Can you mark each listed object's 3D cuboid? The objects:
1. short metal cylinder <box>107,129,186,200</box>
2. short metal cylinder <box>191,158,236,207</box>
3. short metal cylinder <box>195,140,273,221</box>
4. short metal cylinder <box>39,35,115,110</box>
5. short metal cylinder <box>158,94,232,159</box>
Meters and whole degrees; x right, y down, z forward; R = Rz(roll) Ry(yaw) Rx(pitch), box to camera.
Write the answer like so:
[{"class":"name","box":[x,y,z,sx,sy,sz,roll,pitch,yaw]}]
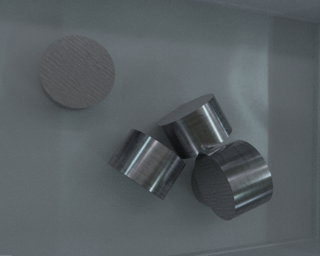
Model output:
[{"class":"short metal cylinder","box":[-0.016,0.044,0.376,0.080,0.080,0.050,37,78,-17]},{"class":"short metal cylinder","box":[0.091,0.077,0.433,0.081,0.050,0.079,0,90,-21]},{"class":"short metal cylinder","box":[0.083,0.060,0.360,0.050,0.080,0.080,-18,97,-19]},{"class":"short metal cylinder","box":[-0.097,-0.062,0.362,0.081,0.050,0.079,0,90,-21]},{"class":"short metal cylinder","box":[0.045,-0.003,0.399,0.080,0.080,0.050,-33,101,-17]}]
